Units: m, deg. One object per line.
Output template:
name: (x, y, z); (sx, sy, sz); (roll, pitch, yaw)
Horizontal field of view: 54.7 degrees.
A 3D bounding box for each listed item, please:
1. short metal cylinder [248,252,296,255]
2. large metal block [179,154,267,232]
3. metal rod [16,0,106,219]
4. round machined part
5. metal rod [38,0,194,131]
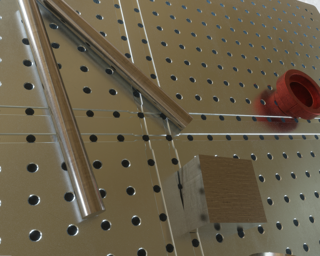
short metal cylinder: (0.135, 0.176, 0.340); (0.080, 0.080, 0.050); (25, 53, -13)
large metal block: (0.075, 0.083, 0.384); (0.081, 0.050, 0.080); (8, 58, -24)
metal rod: (-0.123, -0.041, 0.367); (0.025, 0.025, 0.299); (-10, 67, -33)
round machined part: (0.253, -0.057, 0.571); (0.099, 0.042, 0.098); (14, 56, -21)
metal rod: (-0.072, -0.106, 0.434); (0.300, 0.025, 0.025); (42, 51, 0)
